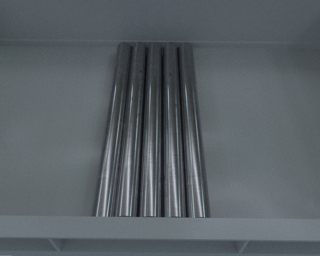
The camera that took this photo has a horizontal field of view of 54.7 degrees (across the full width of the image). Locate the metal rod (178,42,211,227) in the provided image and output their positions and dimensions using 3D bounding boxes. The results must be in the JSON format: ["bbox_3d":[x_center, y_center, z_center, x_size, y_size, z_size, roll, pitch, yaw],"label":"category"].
[{"bbox_3d":[0.041,-0.017,0.418,0.025,0.025,0.300,0,50,0],"label":"metal rod"}]

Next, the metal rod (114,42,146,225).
[{"bbox_3d":[-0.035,-0.018,0.418,0.025,0.025,0.300,0,50,0],"label":"metal rod"}]

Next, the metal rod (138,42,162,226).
[{"bbox_3d":[-0.009,-0.018,0.418,0.025,0.025,0.300,0,50,0],"label":"metal rod"}]

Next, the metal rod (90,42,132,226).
[{"bbox_3d":[-0.059,-0.018,0.418,0.025,0.025,0.300,0,50,0],"label":"metal rod"}]

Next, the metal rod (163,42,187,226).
[{"bbox_3d":[0.016,-0.018,0.418,0.025,0.025,0.300,0,50,0],"label":"metal rod"}]
